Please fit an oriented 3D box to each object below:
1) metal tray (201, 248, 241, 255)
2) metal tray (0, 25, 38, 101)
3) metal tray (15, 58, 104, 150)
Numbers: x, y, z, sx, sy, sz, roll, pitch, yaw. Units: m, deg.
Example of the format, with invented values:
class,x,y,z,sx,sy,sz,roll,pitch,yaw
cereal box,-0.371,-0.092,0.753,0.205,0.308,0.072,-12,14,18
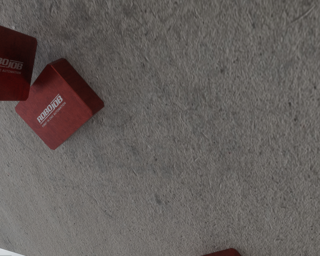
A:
class,x,y,z,sx,sy,sz,roll,pitch,yaw
metal tray,0.121,0.259,0.500,0.130,0.030,0.090,49,129,-7
metal tray,-0.206,-0.080,0.378,0.030,0.130,0.089,13,97,8
metal tray,-0.154,-0.031,0.466,0.130,0.030,0.090,-34,99,38
